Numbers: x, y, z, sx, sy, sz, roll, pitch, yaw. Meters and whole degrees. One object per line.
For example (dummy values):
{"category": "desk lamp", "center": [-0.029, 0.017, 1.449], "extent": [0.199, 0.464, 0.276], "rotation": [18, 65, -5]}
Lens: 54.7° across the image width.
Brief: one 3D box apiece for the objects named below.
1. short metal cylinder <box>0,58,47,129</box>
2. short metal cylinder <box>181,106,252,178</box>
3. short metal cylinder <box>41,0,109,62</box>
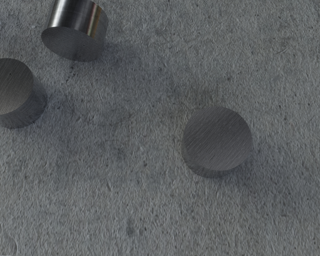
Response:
{"category": "short metal cylinder", "center": [-0.198, -0.045, 0.410], "extent": [0.081, 0.050, 0.080], "rotation": [0, 70, 0]}
{"category": "short metal cylinder", "center": [0.068, 0.019, 0.388], "extent": [0.081, 0.050, 0.080], "rotation": [0, 70, 0]}
{"category": "short metal cylinder", "center": [-0.116, -0.134, 0.427], "extent": [0.080, 0.080, 0.050], "rotation": [7, 70, 2]}
